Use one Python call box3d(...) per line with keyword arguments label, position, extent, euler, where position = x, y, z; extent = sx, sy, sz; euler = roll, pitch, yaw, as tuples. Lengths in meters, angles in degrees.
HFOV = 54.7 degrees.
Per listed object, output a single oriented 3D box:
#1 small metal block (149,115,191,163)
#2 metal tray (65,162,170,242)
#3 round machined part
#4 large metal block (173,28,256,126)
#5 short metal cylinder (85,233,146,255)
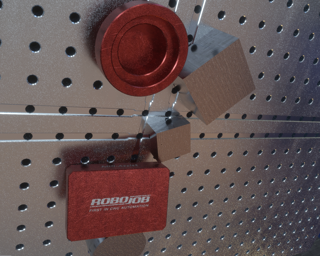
box3d(label="small metal block", position=(0.014, 0.015, 0.430), extent=(0.050, 0.025, 0.050), euler=(-17, 125, -19))
box3d(label="metal tray", position=(-0.055, 0.093, 0.409), extent=(0.131, 0.030, 0.089), euler=(0, 99, -21))
box3d(label="round machined part", position=(-0.022, -0.087, 0.336), extent=(0.099, 0.042, 0.097), euler=(-14, 125, -21))
box3d(label="large metal block", position=(0.064, -0.064, 0.392), extent=(0.080, 0.050, 0.080), euler=(-37, 130, -4))
box3d(label="short metal cylinder", position=(-0.068, 0.164, 0.461), extent=(0.081, 0.050, 0.079), euler=(-14, 125, -21))
